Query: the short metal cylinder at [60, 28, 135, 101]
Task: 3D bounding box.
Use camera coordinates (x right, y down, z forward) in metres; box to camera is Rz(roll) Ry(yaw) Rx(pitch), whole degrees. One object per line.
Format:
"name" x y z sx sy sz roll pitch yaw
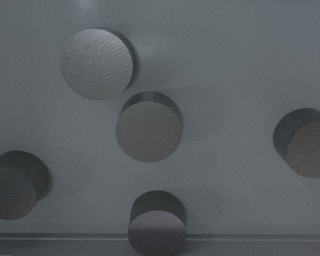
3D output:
"short metal cylinder" -0.071 -0.078 0.368 0.081 0.050 0.079 0 110 -1

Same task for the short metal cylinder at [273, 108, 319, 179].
"short metal cylinder" 0.198 0.019 0.408 0.081 0.050 0.079 0 110 -1

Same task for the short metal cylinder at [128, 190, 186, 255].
"short metal cylinder" -0.004 0.138 0.449 0.081 0.050 0.079 0 110 -1

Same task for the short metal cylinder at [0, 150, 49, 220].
"short metal cylinder" -0.201 0.077 0.424 0.081 0.050 0.079 0 110 -1

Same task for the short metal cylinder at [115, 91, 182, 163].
"short metal cylinder" -0.014 -0.003 0.397 0.081 0.050 0.079 0 110 -1
